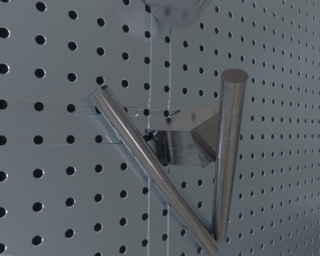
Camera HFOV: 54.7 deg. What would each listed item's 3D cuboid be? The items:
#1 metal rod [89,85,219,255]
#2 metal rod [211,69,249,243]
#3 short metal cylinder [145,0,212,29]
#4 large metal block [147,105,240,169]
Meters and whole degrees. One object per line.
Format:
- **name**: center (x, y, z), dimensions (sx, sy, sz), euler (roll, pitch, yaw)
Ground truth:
- **metal rod**: center (0.005, 0.072, 0.413), dimensions (0.025, 0.025, 0.299), euler (-48, 119, -29)
- **metal rod**: center (0.082, 0.060, 0.391), dimensions (0.025, 0.025, 0.298), euler (-41, 143, -32)
- **short metal cylinder**: center (0.026, -0.176, 0.395), dimensions (0.080, 0.080, 0.050), euler (49, 61, -29)
- **large metal block**: center (0.044, 0.009, 0.411), dimensions (0.081, 0.080, 0.050), euler (-31, 110, -36)
